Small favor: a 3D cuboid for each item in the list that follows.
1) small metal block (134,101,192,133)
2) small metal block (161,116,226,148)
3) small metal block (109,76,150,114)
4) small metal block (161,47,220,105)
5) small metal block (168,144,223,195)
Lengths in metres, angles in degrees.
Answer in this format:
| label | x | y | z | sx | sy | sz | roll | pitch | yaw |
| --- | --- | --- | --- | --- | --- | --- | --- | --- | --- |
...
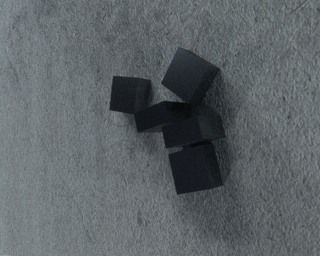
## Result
| label | x | y | z | sx | sy | sz | roll | pitch | yaw |
| --- | --- | --- | --- | --- | --- | --- | --- | --- | --- |
| small metal block | 0.005 | -0.013 | 0.385 | 0.050 | 0.050 | 0.025 | -20 | 78 | 38 |
| small metal block | 0.039 | 0.005 | 0.357 | 0.050 | 0.050 | 0.025 | -18 | 79 | 38 |
| small metal block | -0.043 | -0.047 | 0.441 | 0.050 | 0.025 | 0.050 | 12 | 97 | 39 |
| small metal block | 0.036 | -0.063 | 0.375 | 0.050 | 0.025 | 0.050 | 41 | 115 | 32 |
| small metal block | 0.042 | 0.050 | 0.370 | 0.050 | 0.025 | 0.050 | -20 | 78 | 38 |
